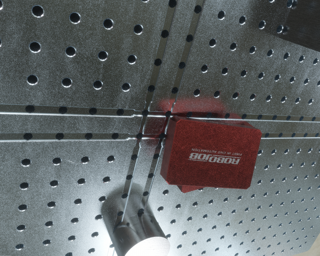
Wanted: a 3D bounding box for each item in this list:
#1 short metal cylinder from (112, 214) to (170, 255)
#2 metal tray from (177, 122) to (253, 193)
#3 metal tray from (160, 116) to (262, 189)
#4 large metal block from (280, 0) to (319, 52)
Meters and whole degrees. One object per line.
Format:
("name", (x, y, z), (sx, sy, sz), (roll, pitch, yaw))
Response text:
("short metal cylinder", (-0.031, 0.185, 0.494), (0.081, 0.050, 0.079), (-14, 125, -21))
("metal tray", (0.088, 0.045, 0.486), (0.131, 0.030, 0.089), (-10, 123, -23))
("metal tray", (0.073, 0.036, 0.438), (0.131, 0.030, 0.089), (7, 99, -18))
("large metal block", (0.219, -0.145, 0.408), (0.050, 0.080, 0.079), (-2, 119, -28))
